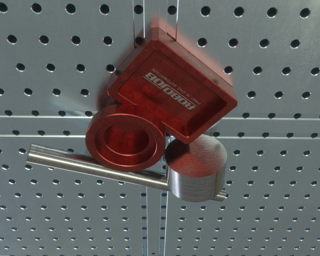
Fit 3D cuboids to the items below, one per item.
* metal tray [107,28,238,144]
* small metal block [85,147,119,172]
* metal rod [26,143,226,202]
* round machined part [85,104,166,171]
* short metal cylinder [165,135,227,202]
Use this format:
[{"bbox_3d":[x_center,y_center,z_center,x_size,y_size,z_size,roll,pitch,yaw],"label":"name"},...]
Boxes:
[{"bbox_3d":[0.016,-0.044,0.370,0.130,0.030,0.090,33,122,-25],"label":"metal tray"},{"bbox_3d":[-0.076,0.036,0.441,0.050,0.025,0.050,22,127,-18],"label":"small metal block"},{"bbox_3d":[-0.030,0.069,0.444,0.302,0.025,0.025,17,129,-25],"label":"metal rod"},{"bbox_3d":[-0.042,0.008,0.396,0.099,0.042,0.097,1,130,1],"label":"round machined part"},{"bbox_3d":[0.048,0.053,0.419,0.080,0.080,0.050,-3,130,2],"label":"short metal cylinder"}]
